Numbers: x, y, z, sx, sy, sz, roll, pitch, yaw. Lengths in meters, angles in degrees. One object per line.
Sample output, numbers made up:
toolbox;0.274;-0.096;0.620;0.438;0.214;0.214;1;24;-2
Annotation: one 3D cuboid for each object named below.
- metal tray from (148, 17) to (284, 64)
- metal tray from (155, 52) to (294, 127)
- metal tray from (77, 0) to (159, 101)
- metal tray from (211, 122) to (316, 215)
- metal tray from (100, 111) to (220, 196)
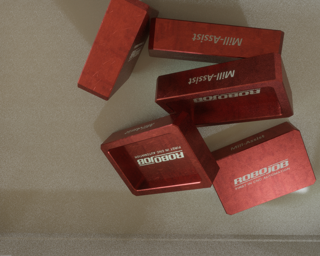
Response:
metal tray;0.054;-0.091;0.341;0.131;0.090;0.030;5;98;-2
metal tray;0.072;-0.035;0.343;0.130;0.030;0.090;-7;157;27
metal tray;-0.038;-0.087;0.322;0.030;0.130;0.089;26;108;-5
metal tray;0.137;0.058;0.431;0.130;0.030;0.090;-24;109;8
metal tray;-0.003;0.038;0.388;0.130;0.030;0.090;-17;113;39
